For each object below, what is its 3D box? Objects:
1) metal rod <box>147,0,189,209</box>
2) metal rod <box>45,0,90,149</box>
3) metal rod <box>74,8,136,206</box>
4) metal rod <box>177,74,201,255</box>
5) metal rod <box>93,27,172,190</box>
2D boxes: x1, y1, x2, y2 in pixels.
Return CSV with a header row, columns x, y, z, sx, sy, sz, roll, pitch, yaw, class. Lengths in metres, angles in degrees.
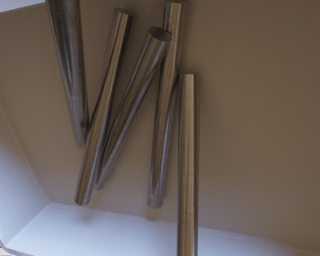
x,y,z,sx,sy,sz,roll,pitch,yaw,class
0.005,-0.007,0.400,0.025,0.025,0.298,18,126,17,metal rod
-0.096,-0.041,0.352,0.025,0.025,0.299,34,154,6,metal rod
-0.081,-0.008,0.420,0.025,0.025,0.298,26,120,12,metal rod
0.033,0.088,0.364,0.025,0.025,0.298,2,94,27,metal rod
-0.052,-0.001,0.417,0.025,0.025,0.298,34,134,5,metal rod
